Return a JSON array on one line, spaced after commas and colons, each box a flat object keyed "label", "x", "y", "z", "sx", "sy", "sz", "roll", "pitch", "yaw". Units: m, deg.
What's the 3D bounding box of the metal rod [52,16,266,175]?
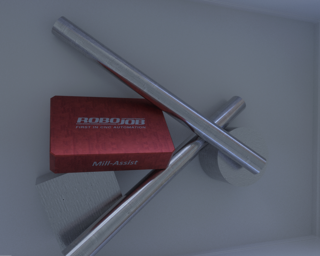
[{"label": "metal rod", "x": 0.003, "y": -0.037, "z": 0.380, "sx": 0.301, "sy": 0.025, "sz": 0.025, "roll": 35, "pitch": 78, "yaw": -5}]

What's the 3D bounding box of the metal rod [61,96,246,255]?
[{"label": "metal rod", "x": 0.013, "y": 0.047, "z": 0.376, "sx": 0.302, "sy": 0.025, "sz": 0.025, "roll": -39, "pitch": 103, "yaw": -30}]

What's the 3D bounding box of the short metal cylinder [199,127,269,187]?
[{"label": "short metal cylinder", "x": 0.103, "y": 0.038, "z": 0.434, "sx": 0.081, "sy": 0.050, "sz": 0.079, "roll": 0, "pitch": 90, "yaw": -21}]

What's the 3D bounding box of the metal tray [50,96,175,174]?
[{"label": "metal tray", "x": -0.057, "y": 0.005, "z": 0.356, "sx": 0.131, "sy": 0.030, "sz": 0.090, "roll": 0, "pitch": 46, "yaw": -19}]

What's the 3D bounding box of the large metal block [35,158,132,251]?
[{"label": "large metal block", "x": -0.089, "y": 0.083, "z": 0.360, "sx": 0.081, "sy": 0.050, "sz": 0.080, "roll": -20, "pitch": 97, "yaw": -19}]
